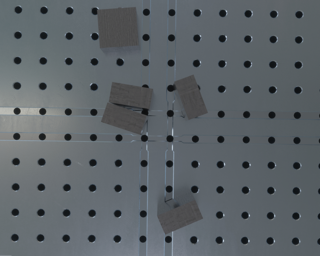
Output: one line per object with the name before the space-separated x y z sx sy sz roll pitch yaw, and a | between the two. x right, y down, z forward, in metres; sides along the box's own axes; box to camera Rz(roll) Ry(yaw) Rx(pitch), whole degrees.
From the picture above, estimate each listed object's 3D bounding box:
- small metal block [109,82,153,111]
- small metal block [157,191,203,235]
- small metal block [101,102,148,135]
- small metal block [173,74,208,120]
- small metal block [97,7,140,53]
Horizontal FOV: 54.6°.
small metal block | -0.035 -0.040 0.401 0.050 0.050 0.025 10 90 0
small metal block | 0.025 0.108 0.401 0.050 0.050 0.025 -23 90 0
small metal block | -0.044 -0.011 0.401 0.050 0.050 0.025 18 90 0
small metal block | 0.038 -0.037 0.401 0.025 0.050 0.050 -21 90 0
small metal block | -0.054 -0.130 0.413 0.050 0.025 0.050 -4 90 0
